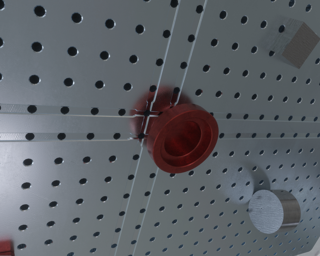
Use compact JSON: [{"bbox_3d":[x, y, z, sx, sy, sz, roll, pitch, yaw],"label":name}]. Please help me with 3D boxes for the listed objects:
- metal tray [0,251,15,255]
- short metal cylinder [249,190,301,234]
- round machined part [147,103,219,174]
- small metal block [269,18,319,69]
[{"bbox_3d":[-0.260,0.213,0.397,0.131,0.030,0.089,0,118,-29],"label":"metal tray"},{"bbox_3d":[0.218,0.159,0.594,0.050,0.080,0.079,7,115,-32],"label":"short metal cylinder"},{"bbox_3d":[0.027,0.010,0.422,0.099,0.042,0.097,-14,124,-21],"label":"round machined part"},{"bbox_3d":[0.193,-0.120,0.443,0.050,0.025,0.050,21,107,-36],"label":"small metal block"}]
